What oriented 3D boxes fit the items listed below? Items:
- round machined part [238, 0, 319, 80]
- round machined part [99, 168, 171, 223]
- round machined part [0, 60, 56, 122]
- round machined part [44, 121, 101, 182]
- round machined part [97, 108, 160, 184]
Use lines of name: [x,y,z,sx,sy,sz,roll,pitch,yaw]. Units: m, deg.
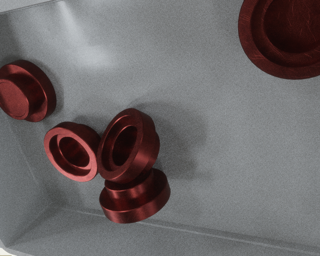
round machined part: [0.123,-0.096,0.273,0.098,0.042,0.097,13,124,20]
round machined part: [-0.038,0.082,0.431,0.098,0.098,0.042,-3,117,29]
round machined part: [-0.213,-0.051,0.475,0.098,0.042,0.097,13,124,20]
round machined part: [-0.127,0.032,0.482,0.098,0.042,0.097,13,124,20]
round machined part: [-0.038,0.026,0.409,0.042,0.098,0.098,27,138,-36]
